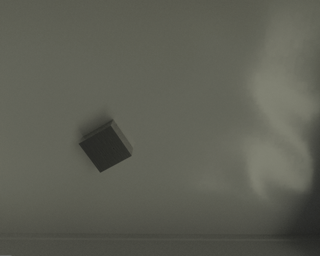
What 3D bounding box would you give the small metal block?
[{"bbox_3d":[-0.072,0.024,0.419,0.050,0.025,0.050,-29,108,10],"label":"small metal block"}]
